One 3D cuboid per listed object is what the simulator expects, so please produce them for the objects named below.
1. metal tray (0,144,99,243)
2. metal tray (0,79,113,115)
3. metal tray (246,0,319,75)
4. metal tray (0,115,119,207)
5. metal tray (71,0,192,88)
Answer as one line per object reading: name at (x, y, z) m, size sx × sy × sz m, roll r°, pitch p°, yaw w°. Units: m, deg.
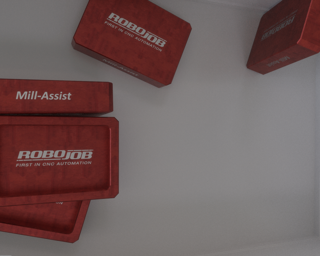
metal tray at (-0.147, 0.072, 0.353) m, size 0.131 × 0.030 × 0.090 m, roll 18°, pitch 84°, yaw -19°
metal tray at (-0.123, -0.029, 0.330) m, size 0.131 × 0.090 × 0.030 m, roll -1°, pitch 89°, yaw -20°
metal tray at (0.171, -0.130, 0.415) m, size 0.030 × 0.130 × 0.090 m, roll 20°, pitch 84°, yaw -10°
metal tray at (-0.112, 0.032, 0.334) m, size 0.131 × 0.030 × 0.089 m, roll 0°, pitch 89°, yaw -20°
metal tray at (-0.034, -0.118, 0.395) m, size 0.131 × 0.030 × 0.090 m, roll 23°, pitch 83°, yaw -19°
